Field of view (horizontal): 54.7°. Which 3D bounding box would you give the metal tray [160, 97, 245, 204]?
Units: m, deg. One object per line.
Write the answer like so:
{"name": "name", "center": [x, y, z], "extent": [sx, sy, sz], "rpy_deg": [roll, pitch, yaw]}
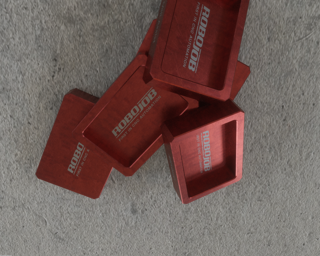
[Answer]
{"name": "metal tray", "center": [0.056, 0.033, 0.385], "extent": [0.091, 0.030, 0.129], "rpy_deg": [-22, 134, -10]}

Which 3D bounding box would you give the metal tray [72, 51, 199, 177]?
{"name": "metal tray", "center": [-0.029, -0.015, 0.371], "extent": [0.090, 0.030, 0.130], "rpy_deg": [40, 105, -14]}

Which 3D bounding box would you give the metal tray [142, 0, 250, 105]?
{"name": "metal tray", "center": [0.041, -0.100, 0.336], "extent": [0.091, 0.030, 0.129], "rpy_deg": [15, 82, -17]}

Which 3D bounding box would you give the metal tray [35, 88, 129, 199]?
{"name": "metal tray", "center": [-0.100, 0.023, 0.415], "extent": [0.090, 0.030, 0.129], "rpy_deg": [23, 108, -9]}

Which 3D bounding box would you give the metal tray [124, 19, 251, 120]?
{"name": "metal tray", "center": [0.032, -0.066, 0.384], "extent": [0.131, 0.030, 0.089], "rpy_deg": [25, 108, -10]}
